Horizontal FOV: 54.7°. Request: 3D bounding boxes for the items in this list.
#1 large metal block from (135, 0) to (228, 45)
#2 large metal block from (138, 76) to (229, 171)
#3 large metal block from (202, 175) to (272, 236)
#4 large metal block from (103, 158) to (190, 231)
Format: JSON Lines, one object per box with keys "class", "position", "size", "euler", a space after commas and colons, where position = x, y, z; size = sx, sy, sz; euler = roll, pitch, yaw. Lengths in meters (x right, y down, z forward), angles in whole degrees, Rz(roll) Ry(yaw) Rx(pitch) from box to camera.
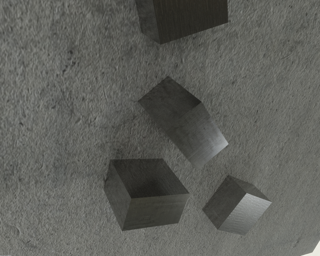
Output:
{"class": "large metal block", "position": [0.019, -0.141, 0.314], "size": [0.081, 0.050, 0.080], "euler": [-22, 127, -15]}
{"class": "large metal block", "position": [0.028, -0.007, 0.382], "size": [0.050, 0.080, 0.080], "euler": [-40, 129, -1]}
{"class": "large metal block", "position": [0.137, 0.139, 0.551], "size": [0.080, 0.050, 0.080], "euler": [25, 105, -37]}
{"class": "large metal block", "position": [-0.021, 0.084, 0.412], "size": [0.081, 0.080, 0.050], "euler": [2, 117, -30]}
